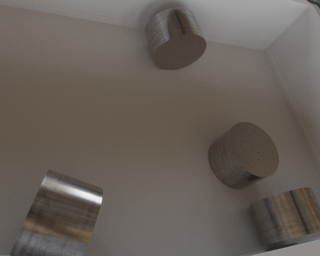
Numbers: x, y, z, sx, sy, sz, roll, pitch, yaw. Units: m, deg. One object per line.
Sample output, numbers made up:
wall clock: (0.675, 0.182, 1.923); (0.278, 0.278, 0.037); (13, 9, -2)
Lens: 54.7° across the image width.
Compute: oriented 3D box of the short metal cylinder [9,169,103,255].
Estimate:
short metal cylinder: (-0.090, 0.082, 0.272); (0.050, 0.080, 0.080); (24, 53, -14)

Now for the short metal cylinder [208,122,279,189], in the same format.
short metal cylinder: (0.114, 0.038, 0.427); (0.081, 0.050, 0.080); (14, 56, -21)

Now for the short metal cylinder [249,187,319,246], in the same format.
short metal cylinder: (0.160, 0.112, 0.388); (0.081, 0.080, 0.050); (-1, 62, -29)

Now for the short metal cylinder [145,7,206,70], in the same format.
short metal cylinder: (0.023, -0.131, 0.462); (0.081, 0.080, 0.050); (-3, 64, -30)
